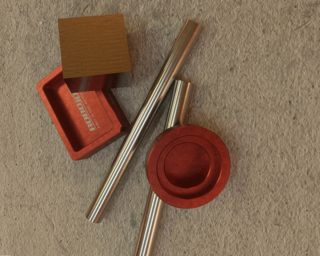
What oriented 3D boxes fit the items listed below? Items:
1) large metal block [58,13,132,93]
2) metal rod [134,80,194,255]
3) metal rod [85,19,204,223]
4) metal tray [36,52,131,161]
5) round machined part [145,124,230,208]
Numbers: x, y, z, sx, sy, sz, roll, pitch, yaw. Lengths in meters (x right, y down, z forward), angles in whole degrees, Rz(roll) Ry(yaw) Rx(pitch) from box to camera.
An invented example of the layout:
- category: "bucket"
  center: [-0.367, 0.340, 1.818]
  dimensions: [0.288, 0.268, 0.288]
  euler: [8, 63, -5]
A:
- category: "large metal block"
  center: [-0.082, -0.096, 0.401]
  dimensions: [0.081, 0.050, 0.080]
  euler: [-8, 77, -7]
- category: "metal rod"
  center: [-0.003, 0.086, 0.408]
  dimensions: [0.025, 0.025, 0.298]
  euler: [15, 95, 19]
- category: "metal rod"
  center: [-0.025, -0.002, 0.416]
  dimensions: [0.025, 0.025, 0.298]
  euler: [31, 100, 17]
- category: "metal tray"
  center: [-0.111, -0.030, 0.443]
  dimensions: [0.090, 0.030, 0.130]
  euler: [-32, 80, 16]
- category: "round machined part"
  center: [0.031, 0.043, 0.374]
  dimensions: [0.099, 0.042, 0.097]
  euler: [-1, 97, -9]
